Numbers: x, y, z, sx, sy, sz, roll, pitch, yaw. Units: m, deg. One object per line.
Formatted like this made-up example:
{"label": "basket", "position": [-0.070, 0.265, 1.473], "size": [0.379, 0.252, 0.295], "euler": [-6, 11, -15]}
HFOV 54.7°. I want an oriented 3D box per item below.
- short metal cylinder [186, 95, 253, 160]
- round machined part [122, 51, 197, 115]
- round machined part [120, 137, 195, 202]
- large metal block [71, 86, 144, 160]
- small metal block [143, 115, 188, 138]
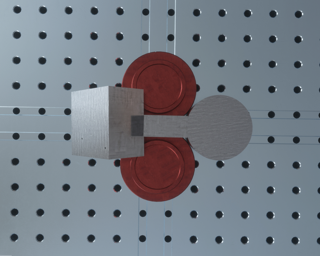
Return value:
{"label": "short metal cylinder", "position": [0.072, -0.001, 0.400], "size": [0.081, 0.050, 0.080], "euler": [0, 90, 0]}
{"label": "round machined part", "position": [-0.001, -0.052, 0.405], "size": [0.099, 0.042, 0.097], "euler": [0, 90, 0]}
{"label": "round machined part", "position": [-0.003, 0.048, 0.405], "size": [0.099, 0.042, 0.097], "euler": [0, 90, 0]}
{"label": "large metal block", "position": [-0.065, -0.006, 0.380], "size": [0.050, 0.080, 0.080], "euler": [-1, 90, -45]}
{"label": "small metal block", "position": [0.007, -0.002, 0.379], "size": [0.050, 0.050, 0.025], "euler": [1, 90, 0]}
